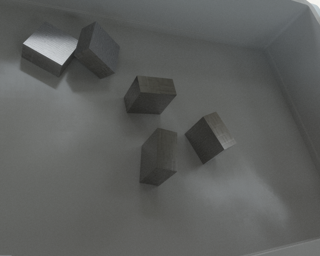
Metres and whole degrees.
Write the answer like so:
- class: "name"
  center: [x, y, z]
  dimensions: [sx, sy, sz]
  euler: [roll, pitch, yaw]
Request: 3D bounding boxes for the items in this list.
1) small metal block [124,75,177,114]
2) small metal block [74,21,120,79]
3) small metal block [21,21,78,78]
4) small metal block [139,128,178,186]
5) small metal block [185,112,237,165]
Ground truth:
- class: "small metal block"
  center: [-0.014, -0.042, 0.408]
  dimensions: [0.050, 0.050, 0.025]
  euler: [1, 62, -28]
- class: "small metal block"
  center: [-0.081, -0.102, 0.409]
  dimensions: [0.050, 0.025, 0.050]
  euler: [43, 41, -44]
- class: "small metal block"
  center: [-0.137, -0.100, 0.393]
  dimensions: [0.050, 0.025, 0.050]
  euler: [29, 52, -10]
- class: "small metal block"
  center: [-0.002, 0.035, 0.367]
  dimensions: [0.025, 0.050, 0.050]
  euler: [15, 56, -20]
- class: "small metal block"
  center: [0.067, 0.014, 0.417]
  dimensions: [0.025, 0.050, 0.050]
  euler: [-20, 73, -36]
